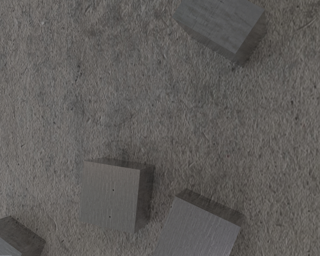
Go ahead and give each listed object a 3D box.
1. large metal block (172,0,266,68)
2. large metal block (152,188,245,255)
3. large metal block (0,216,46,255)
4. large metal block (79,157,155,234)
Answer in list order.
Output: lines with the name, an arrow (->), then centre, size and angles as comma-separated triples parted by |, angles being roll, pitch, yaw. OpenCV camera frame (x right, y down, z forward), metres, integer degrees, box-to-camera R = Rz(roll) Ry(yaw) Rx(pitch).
large metal block -> 0.071, -0.117, 0.354 | 0.080, 0.080, 0.050 | 36, 102, 16
large metal block -> 0.048, 0.131, 0.379 | 0.080, 0.050, 0.080 | 22, 97, 18
large metal block -> -0.237, 0.197, 0.479 | 0.080, 0.050, 0.080 | 26, 99, 18
large metal block -> -0.057, 0.086, 0.416 | 0.080, 0.050, 0.079 | 6, 92, 20
